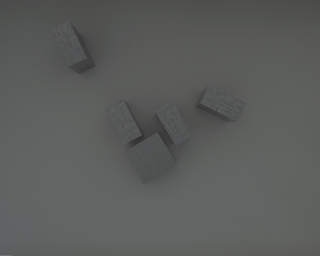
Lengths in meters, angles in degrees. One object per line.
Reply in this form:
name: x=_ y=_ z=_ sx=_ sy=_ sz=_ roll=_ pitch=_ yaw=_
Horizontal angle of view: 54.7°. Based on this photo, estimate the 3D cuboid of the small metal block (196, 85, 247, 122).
small metal block: x=0.077 y=-0.030 z=0.400 sx=0.050 sy=0.050 sz=0.025 roll=26 pitch=90 yaw=-1

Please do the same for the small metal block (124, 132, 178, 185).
small metal block: x=-0.012 y=0.039 z=0.411 sx=0.050 sy=0.025 sz=0.050 roll=-31 pitch=90 yaw=-1

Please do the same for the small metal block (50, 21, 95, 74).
small metal block: x=-0.110 y=-0.101 z=0.397 sx=0.025 sy=0.050 sz=0.050 roll=-25 pitch=90 yaw=0

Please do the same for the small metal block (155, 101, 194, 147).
small metal block: x=0.017 y=-0.005 z=0.399 sx=0.025 sy=0.050 sz=0.050 roll=-31 pitch=90 yaw=0

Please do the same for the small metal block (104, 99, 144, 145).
small metal block: x=-0.045 y=-0.008 z=0.398 sx=0.025 sy=0.050 sz=0.050 roll=-28 pitch=90 yaw=0
